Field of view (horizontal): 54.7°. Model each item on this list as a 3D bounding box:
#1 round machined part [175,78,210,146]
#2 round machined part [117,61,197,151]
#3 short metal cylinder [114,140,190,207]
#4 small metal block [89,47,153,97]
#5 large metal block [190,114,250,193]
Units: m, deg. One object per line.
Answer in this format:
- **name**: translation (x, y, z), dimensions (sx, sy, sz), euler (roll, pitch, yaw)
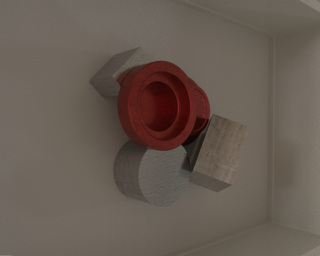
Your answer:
- **round machined part**: translation (0.030, -0.024, 0.418), dimensions (0.099, 0.042, 0.097), euler (0, 90, -40)
- **round machined part**: translation (-0.007, -0.024, 0.351), dimensions (0.099, 0.042, 0.097), euler (0, 90, -40)
- **short metal cylinder**: translation (-0.009, 0.052, 0.383), dimensions (0.081, 0.050, 0.079), euler (0, 90, -40)
- **small metal block**: translation (-0.044, -0.063, 0.352), dimensions (0.025, 0.050, 0.050), euler (52, 60, -28)
- **large metal block**: translation (0.076, 0.038, 0.426), dimensions (0.050, 0.080, 0.080), euler (21, 72, 4)
